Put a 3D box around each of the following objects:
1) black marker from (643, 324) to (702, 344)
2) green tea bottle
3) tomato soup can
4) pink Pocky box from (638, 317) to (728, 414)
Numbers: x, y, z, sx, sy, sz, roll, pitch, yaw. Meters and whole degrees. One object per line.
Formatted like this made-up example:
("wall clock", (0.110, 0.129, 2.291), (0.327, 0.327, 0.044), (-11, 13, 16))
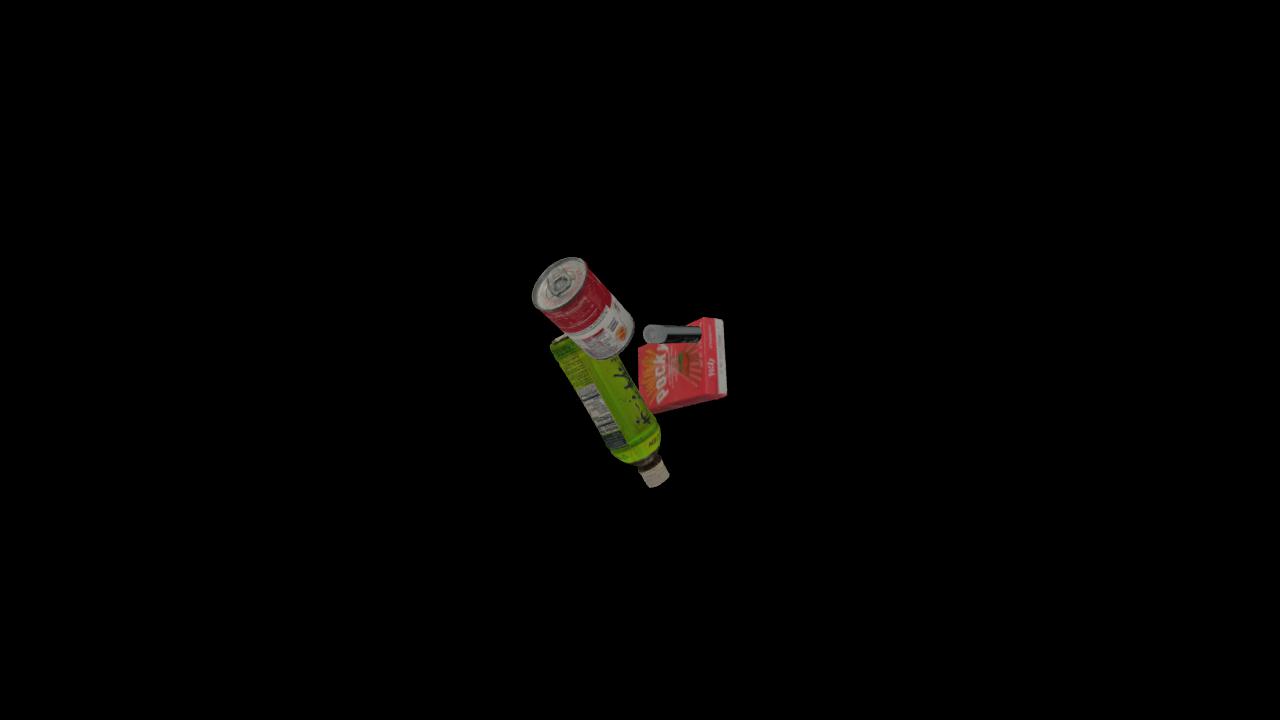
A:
("black marker", (0.049, -0.026, 0.634), (0.020, 0.020, 0.121), (0, 1, 41))
("green tea bottle", (-0.028, 0.056, 0.730), (0.073, 0.212, 0.073), (-27, 9, 4))
("tomato soup can", (-0.057, -0.052, 0.652), (0.068, 0.068, 0.101), (0, -31, 35))
("pink Pocky box", (0.043, 0.011, 0.701), (0.029, 0.084, 0.155), (6, -14, -27))
